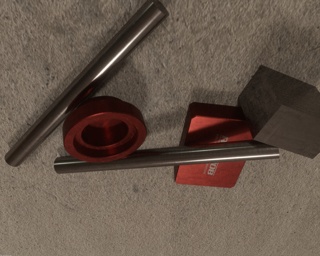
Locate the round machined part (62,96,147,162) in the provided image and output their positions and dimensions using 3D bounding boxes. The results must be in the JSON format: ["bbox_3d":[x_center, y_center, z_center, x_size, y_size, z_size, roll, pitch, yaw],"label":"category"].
[{"bbox_3d":[-0.069,-0.002,0.381,0.099,0.042,0.097,-12,143,-9],"label":"round machined part"}]

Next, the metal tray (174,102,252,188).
[{"bbox_3d":[0.074,0.028,0.429,0.091,0.030,0.129,6,130,-6],"label":"metal tray"}]

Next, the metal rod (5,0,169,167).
[{"bbox_3d":[-0.104,-0.038,0.373,0.025,0.025,0.299,36,121,-27],"label":"metal rod"}]

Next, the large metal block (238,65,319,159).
[{"bbox_3d":[0.146,-0.019,0.357,0.081,0.080,0.050,18,128,-15],"label":"large metal block"}]

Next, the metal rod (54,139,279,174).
[{"bbox_3d":[-0.004,0.039,0.408,0.301,0.025,0.025,-6,131,17],"label":"metal rod"}]
